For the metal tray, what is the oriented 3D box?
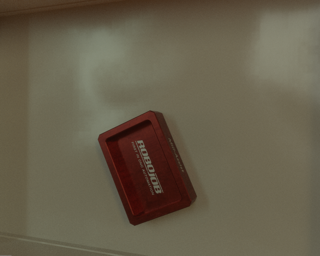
[{"bbox_3d":[-0.018,0.052,0.413,0.090,0.030,0.129,-25,82,18],"label":"metal tray"}]
